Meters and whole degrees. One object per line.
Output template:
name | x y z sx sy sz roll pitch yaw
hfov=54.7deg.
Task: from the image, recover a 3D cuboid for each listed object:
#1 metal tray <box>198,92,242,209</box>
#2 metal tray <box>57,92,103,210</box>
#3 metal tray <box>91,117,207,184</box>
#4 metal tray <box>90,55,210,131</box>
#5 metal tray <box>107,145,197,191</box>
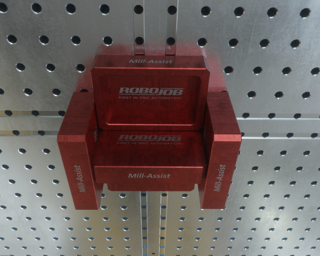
metal tray | 0.069 0.030 0.395 0.030 0.090 0.129 1 130 -1
metal tray | -0.093 0.031 0.393 0.030 0.090 0.129 1 130 -1
metal tray | -0.013 0.026 0.388 0.131 0.090 0.030 1 130 -1
metal tray | -0.011 -0.040 0.374 0.131 0.030 0.089 0 130 -1
metal tray | -0.013 0.053 0.451 0.131 0.030 0.089 0 130 -1
